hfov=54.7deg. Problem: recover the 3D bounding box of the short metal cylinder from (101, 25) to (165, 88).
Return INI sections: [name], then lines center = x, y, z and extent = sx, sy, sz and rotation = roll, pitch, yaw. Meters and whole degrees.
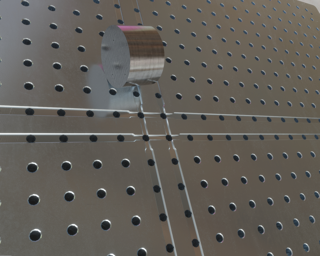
[short metal cylinder]
center = -0.038, -0.095, 0.412
extent = 0.050, 0.080, 0.080
rotation = -12, 68, -34
